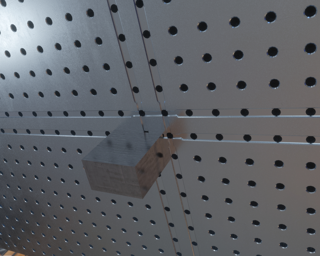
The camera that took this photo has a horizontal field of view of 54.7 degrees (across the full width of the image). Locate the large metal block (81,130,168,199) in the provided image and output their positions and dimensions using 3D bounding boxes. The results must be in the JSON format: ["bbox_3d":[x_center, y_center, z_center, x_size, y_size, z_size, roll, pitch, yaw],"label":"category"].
[{"bbox_3d":[-0.045,0.046,0.427,0.080,0.080,0.050,4,120,26],"label":"large metal block"}]
